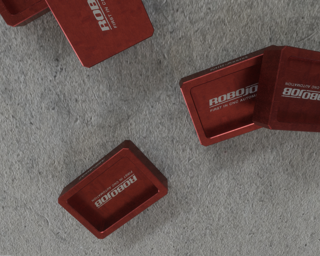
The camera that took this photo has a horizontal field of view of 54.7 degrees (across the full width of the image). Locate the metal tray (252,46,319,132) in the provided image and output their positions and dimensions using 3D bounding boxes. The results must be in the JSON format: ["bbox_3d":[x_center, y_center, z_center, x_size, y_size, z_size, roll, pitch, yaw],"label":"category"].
[{"bbox_3d":[0.177,-0.042,0.363,0.131,0.030,0.089,3,101,-21],"label":"metal tray"}]

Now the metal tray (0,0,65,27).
[{"bbox_3d":[-0.158,-0.189,0.335,0.090,0.030,0.130,-26,108,9],"label":"metal tray"}]

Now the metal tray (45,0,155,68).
[{"bbox_3d":[-0.074,-0.143,0.332,0.090,0.030,0.130,-29,117,-6],"label":"metal tray"}]

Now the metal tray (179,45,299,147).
[{"bbox_3d":[0.100,-0.040,0.393,0.130,0.030,0.090,-19,109,7],"label":"metal tray"}]

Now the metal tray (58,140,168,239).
[{"bbox_3d":[-0.065,0.089,0.439,0.130,0.030,0.090,-38,106,12],"label":"metal tray"}]
